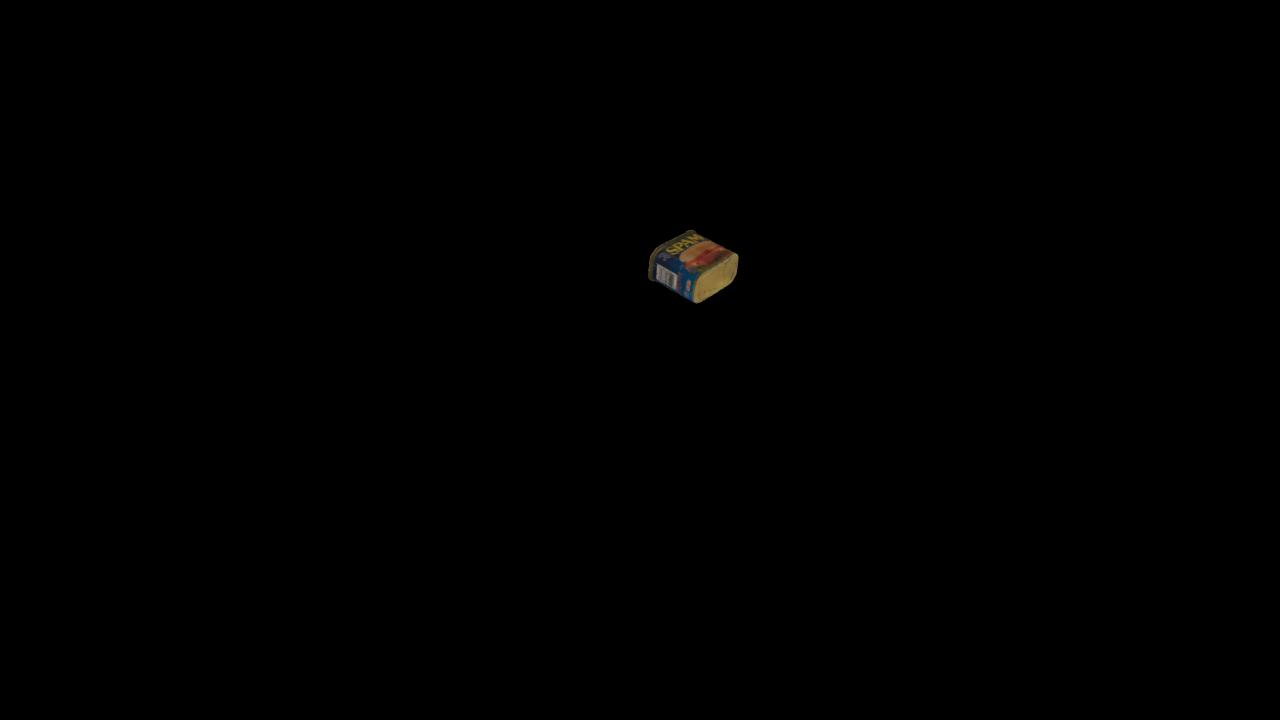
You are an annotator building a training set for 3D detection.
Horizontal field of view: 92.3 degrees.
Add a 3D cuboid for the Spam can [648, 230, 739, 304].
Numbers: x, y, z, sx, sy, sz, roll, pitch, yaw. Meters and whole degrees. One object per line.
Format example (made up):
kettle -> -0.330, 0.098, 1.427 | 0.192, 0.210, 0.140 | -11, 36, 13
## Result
Spam can -> 0.077, -0.132, 0.873 | 0.085, 0.058, 0.101 | 35, 51, 30
